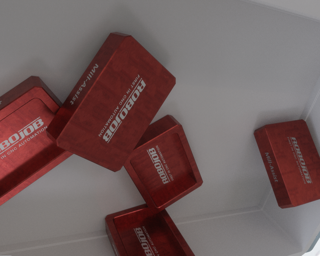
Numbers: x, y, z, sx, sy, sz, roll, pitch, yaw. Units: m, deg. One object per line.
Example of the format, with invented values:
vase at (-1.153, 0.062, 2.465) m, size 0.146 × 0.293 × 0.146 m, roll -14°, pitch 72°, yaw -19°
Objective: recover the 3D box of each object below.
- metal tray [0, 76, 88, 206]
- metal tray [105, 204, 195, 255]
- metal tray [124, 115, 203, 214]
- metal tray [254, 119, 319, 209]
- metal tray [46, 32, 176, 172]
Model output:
metal tray at (-0.156, 0.017, 0.330) m, size 0.130 × 0.030 × 0.090 m, roll -36°, pitch 129°, yaw -4°
metal tray at (-0.015, 0.166, 0.435) m, size 0.091 × 0.130 × 0.030 m, roll -12°, pitch 124°, yaw -22°
metal tray at (0.003, 0.055, 0.440) m, size 0.090 × 0.030 × 0.130 m, roll -31°, pitch 129°, yaw -9°
metal tray at (0.214, 0.055, 0.500) m, size 0.091 × 0.129 × 0.030 m, roll -8°, pitch 163°, yaw -25°
metal tray at (-0.049, -0.025, 0.339) m, size 0.090 × 0.030 × 0.130 m, roll 36°, pitch 85°, yaw -44°
